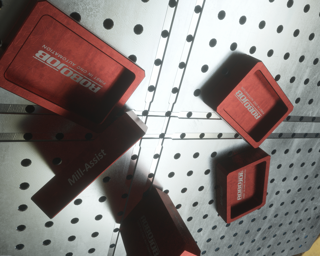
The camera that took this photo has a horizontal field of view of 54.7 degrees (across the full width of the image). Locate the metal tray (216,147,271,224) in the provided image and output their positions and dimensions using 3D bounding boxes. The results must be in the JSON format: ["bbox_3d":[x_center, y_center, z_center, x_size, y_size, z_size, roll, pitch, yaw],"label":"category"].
[{"bbox_3d":[0.148,0.104,0.555,0.091,0.030,0.129,-20,127,-17],"label":"metal tray"}]

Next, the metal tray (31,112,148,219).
[{"bbox_3d":[-0.073,0.035,0.350,0.130,0.090,0.030,-42,93,2],"label":"metal tray"}]

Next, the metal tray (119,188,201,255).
[{"bbox_3d":[-0.006,0.157,0.437,0.030,0.130,0.090,36,98,-30],"label":"metal tray"}]

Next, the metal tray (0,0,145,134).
[{"bbox_3d":[-0.091,-0.059,0.322,0.131,0.030,0.090,30,101,-38],"label":"metal tray"}]

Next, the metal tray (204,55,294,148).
[{"bbox_3d":[0.137,-0.035,0.463,0.090,0.030,0.130,-49,129,6],"label":"metal tray"}]
